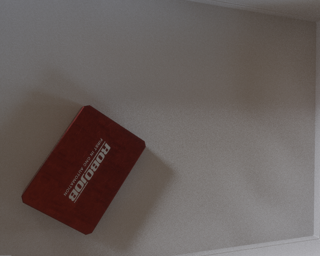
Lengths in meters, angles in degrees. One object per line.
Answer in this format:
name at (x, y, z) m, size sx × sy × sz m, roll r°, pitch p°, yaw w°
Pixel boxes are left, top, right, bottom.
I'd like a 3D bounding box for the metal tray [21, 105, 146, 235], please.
metal tray at (-0.089, 0.049, 0.375) m, size 0.090 × 0.030 × 0.130 m, roll 35°, pitch 79°, yaw -17°
